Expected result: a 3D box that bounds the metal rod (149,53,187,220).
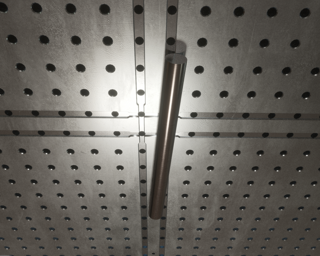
[{"bbox_3d":[0.005,0.036,0.441,0.025,0.025,0.298,3,130,-4],"label":"metal rod"}]
